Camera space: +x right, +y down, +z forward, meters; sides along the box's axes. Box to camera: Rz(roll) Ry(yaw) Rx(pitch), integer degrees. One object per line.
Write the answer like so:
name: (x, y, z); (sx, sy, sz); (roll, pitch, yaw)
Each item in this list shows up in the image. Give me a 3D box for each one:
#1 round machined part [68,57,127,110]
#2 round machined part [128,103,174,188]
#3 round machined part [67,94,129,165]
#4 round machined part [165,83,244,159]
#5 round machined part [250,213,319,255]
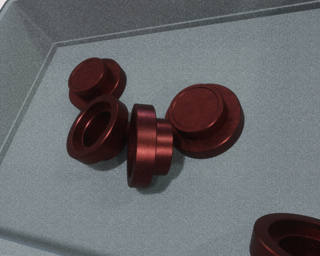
round machined part: (-0.107, -0.074, 0.496); (0.098, 0.042, 0.098); (-13, 56, 21)
round machined part: (-0.012, 0.021, 0.365); (0.042, 0.097, 0.098); (4, 57, -11)
round machined part: (-0.079, 0.006, 0.423); (0.098, 0.042, 0.098); (-25, 46, 29)
round machined part: (0.049, -0.015, 0.378); (0.098, 0.042, 0.098); (-13, 56, 21)
round machined part: (0.120, 0.108, 0.241); (0.098, 0.099, 0.042); (15, 103, 34)
